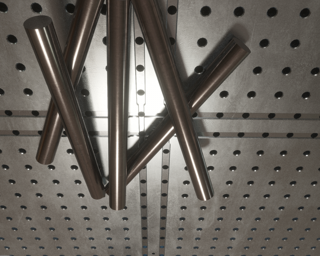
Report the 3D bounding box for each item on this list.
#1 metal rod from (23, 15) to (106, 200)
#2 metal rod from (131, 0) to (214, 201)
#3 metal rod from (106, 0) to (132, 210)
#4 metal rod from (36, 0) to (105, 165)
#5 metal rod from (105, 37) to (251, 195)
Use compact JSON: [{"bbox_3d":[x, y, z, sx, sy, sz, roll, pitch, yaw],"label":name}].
[{"bbox_3d":[-0.105,0.005,0.389,0.025,0.025,0.298,-2,138,1],"label":"metal rod"},{"bbox_3d":[0.019,-0.029,0.358,0.025,0.025,0.298,-14,121,11],"label":"metal rod"},{"bbox_3d":[-0.053,-0.006,0.387,0.025,0.025,0.298,3,125,-3],"label":"metal rod"},{"bbox_3d":[-0.105,-0.061,0.358,0.025,0.025,0.298,18,128,-16],"label":"metal rod"},{"bbox_3d":[0.006,0.005,0.415,0.025,0.025,0.298,27,125,-21],"label":"metal rod"}]
